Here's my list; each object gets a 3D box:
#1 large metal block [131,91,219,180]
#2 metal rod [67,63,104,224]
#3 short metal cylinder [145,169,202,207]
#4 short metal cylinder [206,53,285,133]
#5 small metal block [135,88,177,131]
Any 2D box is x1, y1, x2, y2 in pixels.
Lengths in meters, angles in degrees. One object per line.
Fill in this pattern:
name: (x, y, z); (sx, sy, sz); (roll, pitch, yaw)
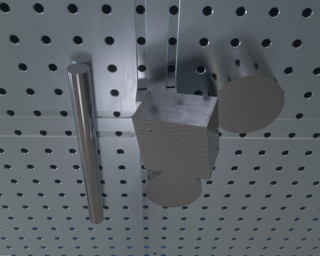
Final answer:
large metal block: (0.022, 0.008, 0.353); (0.080, 0.050, 0.080); (8, 133, 20)
metal rod: (-0.102, 0.045, 0.449); (0.025, 0.025, 0.298); (2, 130, -2)
short metal cylinder: (0.019, 0.073, 0.458); (0.081, 0.050, 0.079); (0, 130, 0)
short metal cylinder: (0.097, -0.040, 0.362); (0.081, 0.050, 0.079); (0, 130, 0)
small metal block: (-0.002, -0.022, 0.393); (0.050, 0.025, 0.050); (-4, 130, 3)
